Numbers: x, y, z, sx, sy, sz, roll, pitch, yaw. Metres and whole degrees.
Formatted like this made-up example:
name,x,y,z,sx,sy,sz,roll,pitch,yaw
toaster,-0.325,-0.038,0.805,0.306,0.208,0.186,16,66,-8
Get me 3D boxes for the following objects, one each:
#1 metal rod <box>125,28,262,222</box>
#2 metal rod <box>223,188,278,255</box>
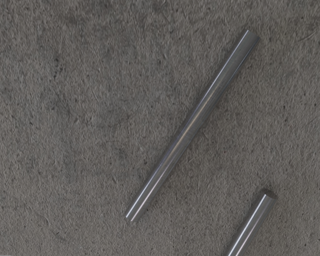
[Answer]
name,x,y,z,sx,sy,sz,roll,pitch,yaw
metal rod,0.035,0.009,0.413,0.025,0.025,0.298,29,107,-10
metal rod,0.103,0.225,0.493,0.025,0.025,0.298,21,109,-8
